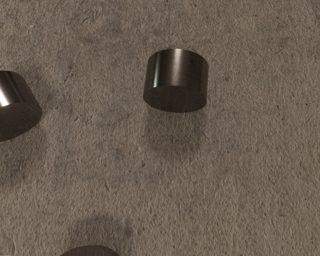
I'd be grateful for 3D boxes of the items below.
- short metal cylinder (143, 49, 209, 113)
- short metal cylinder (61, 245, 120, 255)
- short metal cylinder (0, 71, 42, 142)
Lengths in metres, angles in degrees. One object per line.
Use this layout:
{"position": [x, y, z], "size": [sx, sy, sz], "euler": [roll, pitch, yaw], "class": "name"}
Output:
{"position": [0.021, -0.058, 0.400], "size": [0.080, 0.080, 0.050], "euler": [6, 70, 2], "class": "short metal cylinder"}
{"position": [-0.077, 0.169, 0.332], "size": [0.081, 0.050, 0.080], "euler": [0, 70, 0], "class": "short metal cylinder"}
{"position": [-0.197, -0.026, 0.386], "size": [0.080, 0.080, 0.050], "euler": [-32, 73, -11], "class": "short metal cylinder"}
